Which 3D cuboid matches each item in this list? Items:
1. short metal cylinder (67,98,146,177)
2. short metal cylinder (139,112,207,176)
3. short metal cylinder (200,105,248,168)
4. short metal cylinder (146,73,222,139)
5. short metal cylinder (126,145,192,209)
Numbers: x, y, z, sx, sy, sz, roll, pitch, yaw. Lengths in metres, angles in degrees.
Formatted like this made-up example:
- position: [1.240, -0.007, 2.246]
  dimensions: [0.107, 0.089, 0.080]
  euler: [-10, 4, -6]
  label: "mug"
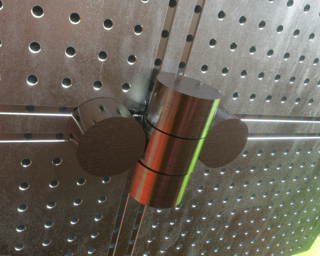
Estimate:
- position: [-0.064, 0.011, 0.367]
  dimensions: [0.081, 0.050, 0.079]
  euler: [-14, 125, -21]
  label: "short metal cylinder"
- position: [0.014, 0.017, 0.394]
  dimensions: [0.081, 0.080, 0.050]
  euler: [2, 118, -30]
  label: "short metal cylinder"
- position: [0.078, 0.010, 0.445]
  dimensions: [0.081, 0.050, 0.079]
  euler: [-14, 125, -21]
  label: "short metal cylinder"
- position: [0.028, -0.028, 0.374]
  dimensions: [0.081, 0.080, 0.050]
  euler: [2, 117, -30]
  label: "short metal cylinder"
- position: [-0.001, 0.061, 0.414]
  dimensions: [0.081, 0.080, 0.050]
  euler: [1, 118, -29]
  label: "short metal cylinder"
